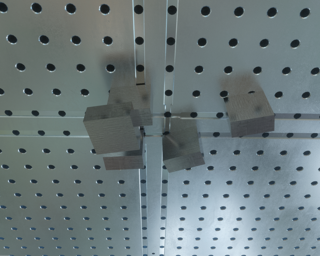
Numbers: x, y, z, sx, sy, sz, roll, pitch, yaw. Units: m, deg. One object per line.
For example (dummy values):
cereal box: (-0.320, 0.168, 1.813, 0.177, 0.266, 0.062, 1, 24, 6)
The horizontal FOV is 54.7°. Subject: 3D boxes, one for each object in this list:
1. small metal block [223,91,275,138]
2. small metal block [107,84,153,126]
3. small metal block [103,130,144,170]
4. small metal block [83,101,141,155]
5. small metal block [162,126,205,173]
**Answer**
small metal block: (0.109, -0.018, 0.382, 0.050, 0.050, 0.025, -10, 130, 7)
small metal block: (-0.035, -0.027, 0.372, 0.050, 0.050, 0.025, -5, 130, 3)
small metal block: (-0.047, 0.029, 0.420, 0.050, 0.050, 0.025, -3, 130, 2)
small metal block: (-0.052, 0.001, 0.346, 0.050, 0.025, 0.050, -7, 130, 5)
small metal block: (0.031, 0.029, 0.420, 0.050, 0.050, 0.025, -16, 129, 12)
